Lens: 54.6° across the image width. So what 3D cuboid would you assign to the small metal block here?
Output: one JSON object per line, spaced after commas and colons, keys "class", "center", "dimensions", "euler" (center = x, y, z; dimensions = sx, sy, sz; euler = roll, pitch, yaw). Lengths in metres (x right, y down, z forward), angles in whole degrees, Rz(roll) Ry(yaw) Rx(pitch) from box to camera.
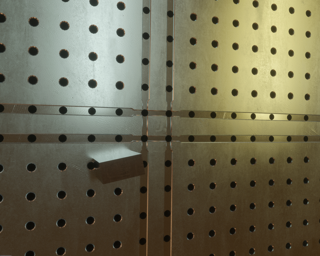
{"class": "small metal block", "center": [-0.051, 0.047, 0.380], "dimensions": [0.050, 0.050, 0.025], "euler": [-11, 94, -20]}
